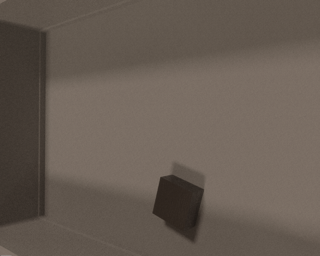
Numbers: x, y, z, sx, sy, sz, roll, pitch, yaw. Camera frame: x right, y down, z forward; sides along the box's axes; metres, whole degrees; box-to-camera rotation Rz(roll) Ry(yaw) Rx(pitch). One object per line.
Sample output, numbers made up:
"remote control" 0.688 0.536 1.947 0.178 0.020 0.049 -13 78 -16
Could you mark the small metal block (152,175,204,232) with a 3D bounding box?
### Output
"small metal block" 0.022 0.092 0.387 0.050 0.025 0.050 20 102 38
